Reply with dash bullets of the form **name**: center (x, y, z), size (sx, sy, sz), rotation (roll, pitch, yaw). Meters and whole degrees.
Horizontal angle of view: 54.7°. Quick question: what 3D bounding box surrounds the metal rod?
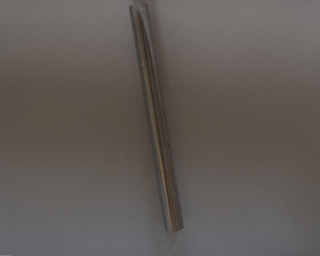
- **metal rod**: center (-0.005, -0.014, 0.411), size (0.025, 0.025, 0.298), rotation (-9, 90, 0)
